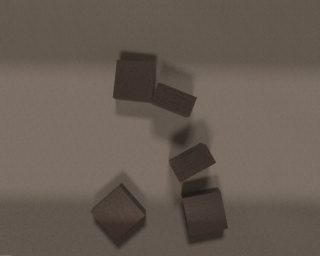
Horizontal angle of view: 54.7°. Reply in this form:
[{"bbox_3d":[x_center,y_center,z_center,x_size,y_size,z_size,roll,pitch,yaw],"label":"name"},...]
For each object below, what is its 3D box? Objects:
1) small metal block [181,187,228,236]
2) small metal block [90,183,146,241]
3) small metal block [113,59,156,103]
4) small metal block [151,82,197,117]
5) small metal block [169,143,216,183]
[{"bbox_3d":[0.059,0.110,0.412,0.050,0.025,0.050,-11,90,-1],"label":"small metal block"},{"bbox_3d":[-0.055,0.110,0.411,0.050,0.025,0.050,-41,91,0],"label":"small metal block"},{"bbox_3d":[-0.033,-0.061,0.411,0.050,0.025,0.050,6,90,0],"label":"small metal block"},{"bbox_3d":[0.017,-0.035,0.399,0.050,0.050,0.025,22,90,-1],"label":"small metal block"},{"bbox_3d":[0.040,0.043,0.400,0.050,0.050,0.025,-29,90,0],"label":"small metal block"}]
